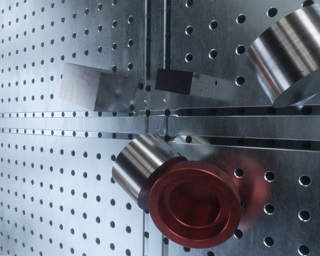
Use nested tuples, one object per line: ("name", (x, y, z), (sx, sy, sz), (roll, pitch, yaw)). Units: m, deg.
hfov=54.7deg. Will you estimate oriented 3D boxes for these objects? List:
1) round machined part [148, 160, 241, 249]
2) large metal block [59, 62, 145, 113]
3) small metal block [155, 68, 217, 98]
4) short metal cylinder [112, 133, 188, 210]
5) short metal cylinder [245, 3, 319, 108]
("round machined part", (0.040, 0.081, 0.346), (0.098, 0.042, 0.097), (4, 108, 13))
("large metal block", (-0.082, -0.056, 0.438), (0.080, 0.081, 0.050), (21, 103, 38))
("small metal block", (0.031, -0.053, 0.366), (0.050, 0.050, 0.025), (15, 100, 38))
("short metal cylinder", (-0.011, 0.053, 0.381), (0.050, 0.081, 0.079), (39, 114, 33))
("short metal cylinder", (0.124, -0.060, 0.271), (0.080, 0.081, 0.050), (-37, 68, 34))
